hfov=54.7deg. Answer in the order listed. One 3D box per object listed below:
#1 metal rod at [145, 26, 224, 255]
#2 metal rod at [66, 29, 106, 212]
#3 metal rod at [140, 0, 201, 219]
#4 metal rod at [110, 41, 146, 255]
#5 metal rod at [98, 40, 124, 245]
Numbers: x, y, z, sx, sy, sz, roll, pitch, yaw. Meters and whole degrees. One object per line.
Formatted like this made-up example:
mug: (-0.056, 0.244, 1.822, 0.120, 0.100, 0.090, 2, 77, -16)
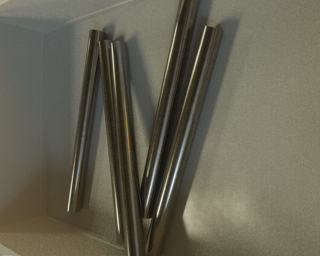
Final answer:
metal rod: (0.025, 0.028, 0.385, 0.025, 0.025, 0.298, 23, 105, 37)
metal rod: (-0.123, -0.007, 0.508, 0.025, 0.025, 0.298, 16, 100, 39)
metal rod: (0.009, -0.026, 0.399, 0.025, 0.025, 0.298, 20, 102, 38)
metal rod: (-0.046, 0.021, 0.422, 0.025, 0.025, 0.299, -18, 72, 38)
metal rod: (-0.066, 0.017, 0.461, 0.025, 0.025, 0.298, -11, 83, 39)
